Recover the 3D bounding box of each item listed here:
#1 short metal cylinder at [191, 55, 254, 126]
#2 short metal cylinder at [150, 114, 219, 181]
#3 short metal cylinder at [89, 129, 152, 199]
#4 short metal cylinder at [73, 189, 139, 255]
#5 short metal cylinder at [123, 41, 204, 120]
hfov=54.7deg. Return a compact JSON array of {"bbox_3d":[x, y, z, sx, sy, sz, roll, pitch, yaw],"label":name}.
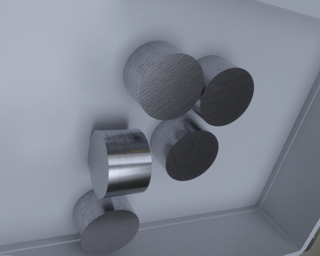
[{"bbox_3d":[0.074,-0.049,0.405,0.081,0.050,0.079,-14,125,-21],"label":"short metal cylinder"},{"bbox_3d":[0.033,0.026,0.429,0.081,0.050,0.079,-14,125,-21],"label":"short metal cylinder"},{"bbox_3d":[-0.050,0.041,0.372,0.050,0.080,0.079,-2,120,-28],"label":"short metal cylinder"},{"bbox_3d":[-0.076,0.128,0.432,0.081,0.050,0.079,-14,125,-21],"label":"short metal cylinder"},{"bbox_3d":[0.004,-0.056,0.362,0.081,0.050,0.079,-14,125,-21],"label":"short metal cylinder"}]
